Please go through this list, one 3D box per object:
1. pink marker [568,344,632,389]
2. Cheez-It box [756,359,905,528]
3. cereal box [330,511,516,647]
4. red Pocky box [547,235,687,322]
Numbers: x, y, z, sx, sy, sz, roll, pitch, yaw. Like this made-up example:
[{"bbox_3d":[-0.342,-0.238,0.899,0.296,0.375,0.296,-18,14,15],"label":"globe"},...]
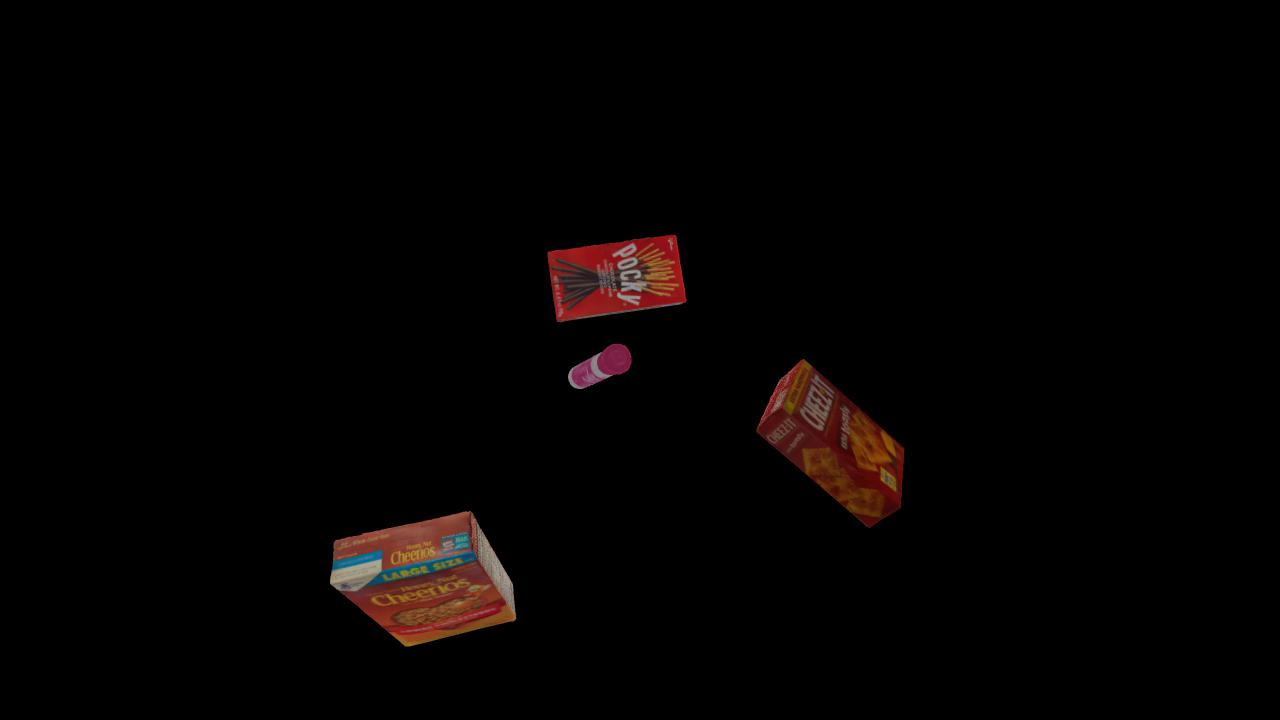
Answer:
[{"bbox_3d":[-0.029,0.006,0.424,0.020,0.020,0.121,0,-7,-17],"label":"pink marker"},{"bbox_3d":[0.298,0.121,0.944,0.071,0.223,0.166,-50,-2,34],"label":"Cheez-It box"},{"bbox_3d":[-0.332,0.362,0.993,0.203,0.081,0.306,-11,-39,-6],"label":"cereal box"},{"bbox_3d":[-0.027,-0.096,0.721,0.155,0.083,0.028,-9,-4,-6],"label":"red Pocky box"}]
